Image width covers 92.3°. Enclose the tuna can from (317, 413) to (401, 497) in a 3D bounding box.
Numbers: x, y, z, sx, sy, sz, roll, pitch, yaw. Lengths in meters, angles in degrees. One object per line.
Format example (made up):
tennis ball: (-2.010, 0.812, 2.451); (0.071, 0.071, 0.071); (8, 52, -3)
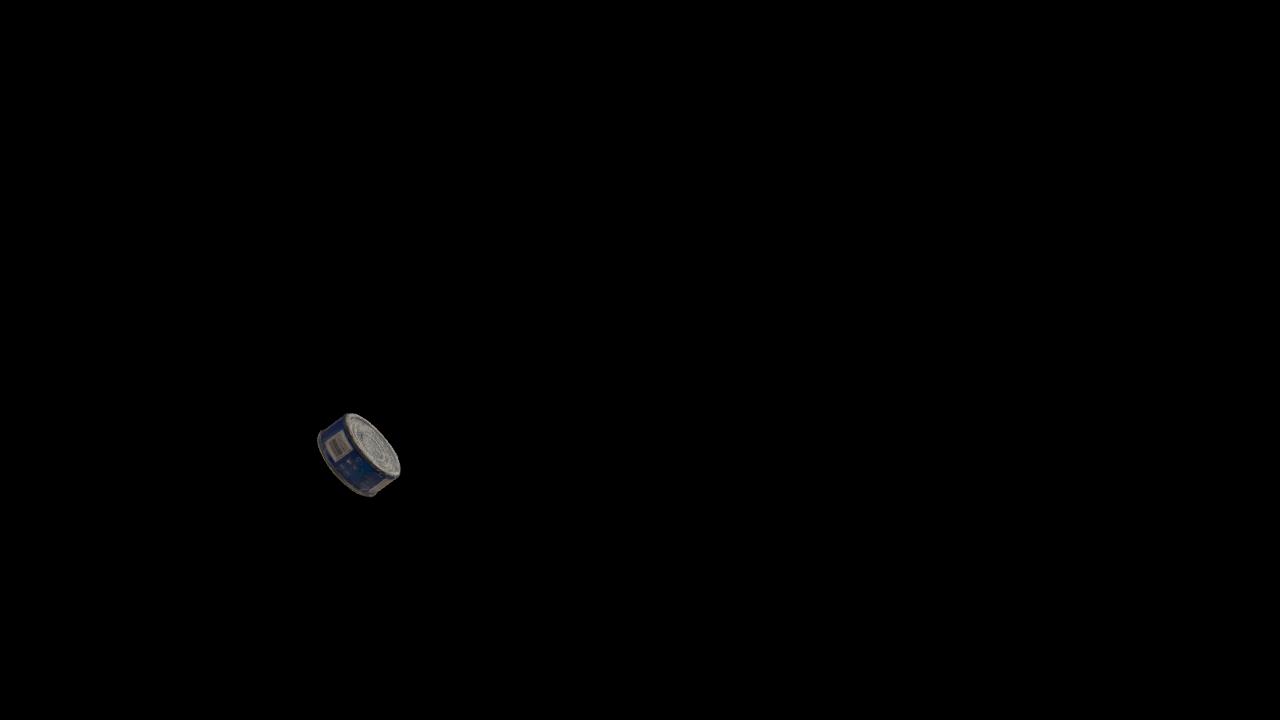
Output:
tuna can: (-0.282, 0.095, 0.622); (0.034, 0.084, 0.084); (-37, 4, -5)
